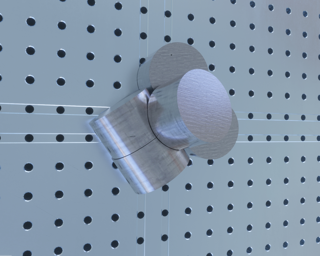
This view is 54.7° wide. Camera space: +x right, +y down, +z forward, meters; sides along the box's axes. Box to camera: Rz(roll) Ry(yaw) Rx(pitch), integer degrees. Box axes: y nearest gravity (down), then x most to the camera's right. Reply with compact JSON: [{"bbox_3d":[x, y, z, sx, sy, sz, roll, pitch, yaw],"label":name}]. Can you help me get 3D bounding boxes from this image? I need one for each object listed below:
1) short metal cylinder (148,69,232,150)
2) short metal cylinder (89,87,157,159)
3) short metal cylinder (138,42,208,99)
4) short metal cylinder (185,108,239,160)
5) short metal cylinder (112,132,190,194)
[{"bbox_3d":[0.034,-0.019,0.344,0.081,0.050,0.080,11,72,-36],"label":"short metal cylinder"},{"bbox_3d":[-0.037,-0.007,0.371,0.080,0.080,0.050,-36,102,-17],"label":"short metal cylinder"},{"bbox_3d":[0.016,-0.066,0.405,0.081,0.050,0.079,0,90,-21],"label":"short metal cylinder"},{"bbox_3d":[0.058,0.001,0.421,0.081,0.050,0.079,0,90,-21],"label":"short metal cylinder"},{"bbox_3d":[-0.011,0.036,0.380,0.080,0.080,0.050,-35,102,-17],"label":"short metal cylinder"}]
